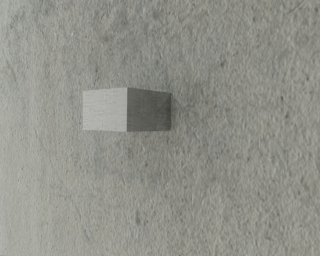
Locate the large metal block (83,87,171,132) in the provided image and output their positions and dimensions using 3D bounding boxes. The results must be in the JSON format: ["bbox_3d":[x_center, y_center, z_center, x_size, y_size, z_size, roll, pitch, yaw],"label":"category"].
[{"bbox_3d":[-0.042,-0.022,0.402,0.080,0.081,0.050,2,91,39],"label":"large metal block"}]
